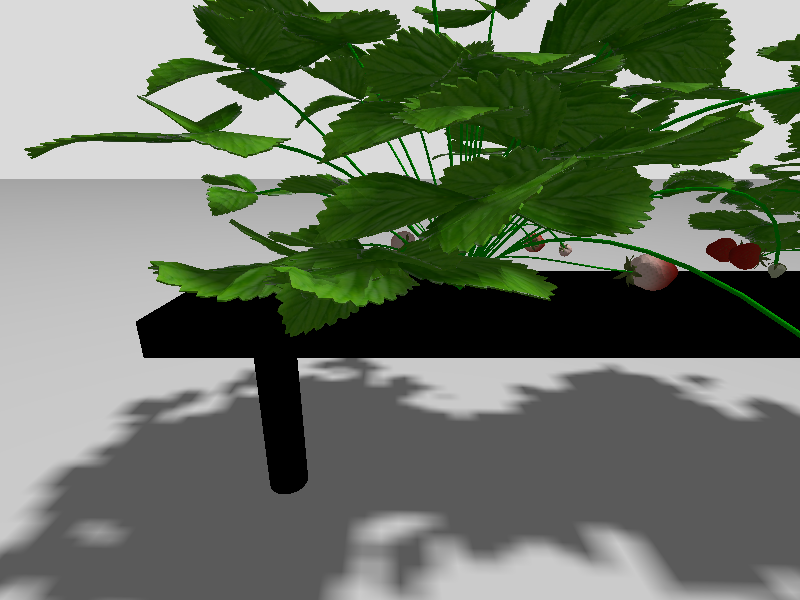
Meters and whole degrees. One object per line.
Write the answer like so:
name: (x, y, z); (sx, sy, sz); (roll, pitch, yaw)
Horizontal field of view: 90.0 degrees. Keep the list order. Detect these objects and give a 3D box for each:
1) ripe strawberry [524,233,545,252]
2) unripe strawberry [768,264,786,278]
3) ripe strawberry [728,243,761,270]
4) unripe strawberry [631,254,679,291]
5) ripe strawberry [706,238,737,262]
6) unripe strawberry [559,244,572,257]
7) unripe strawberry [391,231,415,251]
ripe strawberry: (0.174, -0.074, 0.516); (0.027, 0.024, 0.024); (13, 16, 34)
unripe strawberry: (0.299, -0.023, 0.318); (0.011, 0.011, 0.010); (3, 19, 9)
ripe strawberry: (0.371, -0.048, 0.432); (0.027, 0.028, 0.025); (9, 21, 27)
unripe strawberry: (0.225, -0.026, 0.357); (0.039, 0.033, 0.039); (1, 19, 1)
ripe strawberry: (0.372, -0.058, 0.463); (0.028, 0.028, 0.031); (14, 23, 37)
unripe strawberry: (0.205, -0.061, 0.494); (0.015, 0.016, 0.016); (19, -10, 44)
unripe strawberry: (0.002, -0.075, 0.511); (0.032, 0.027, 0.032); (-6, 19, -17)
